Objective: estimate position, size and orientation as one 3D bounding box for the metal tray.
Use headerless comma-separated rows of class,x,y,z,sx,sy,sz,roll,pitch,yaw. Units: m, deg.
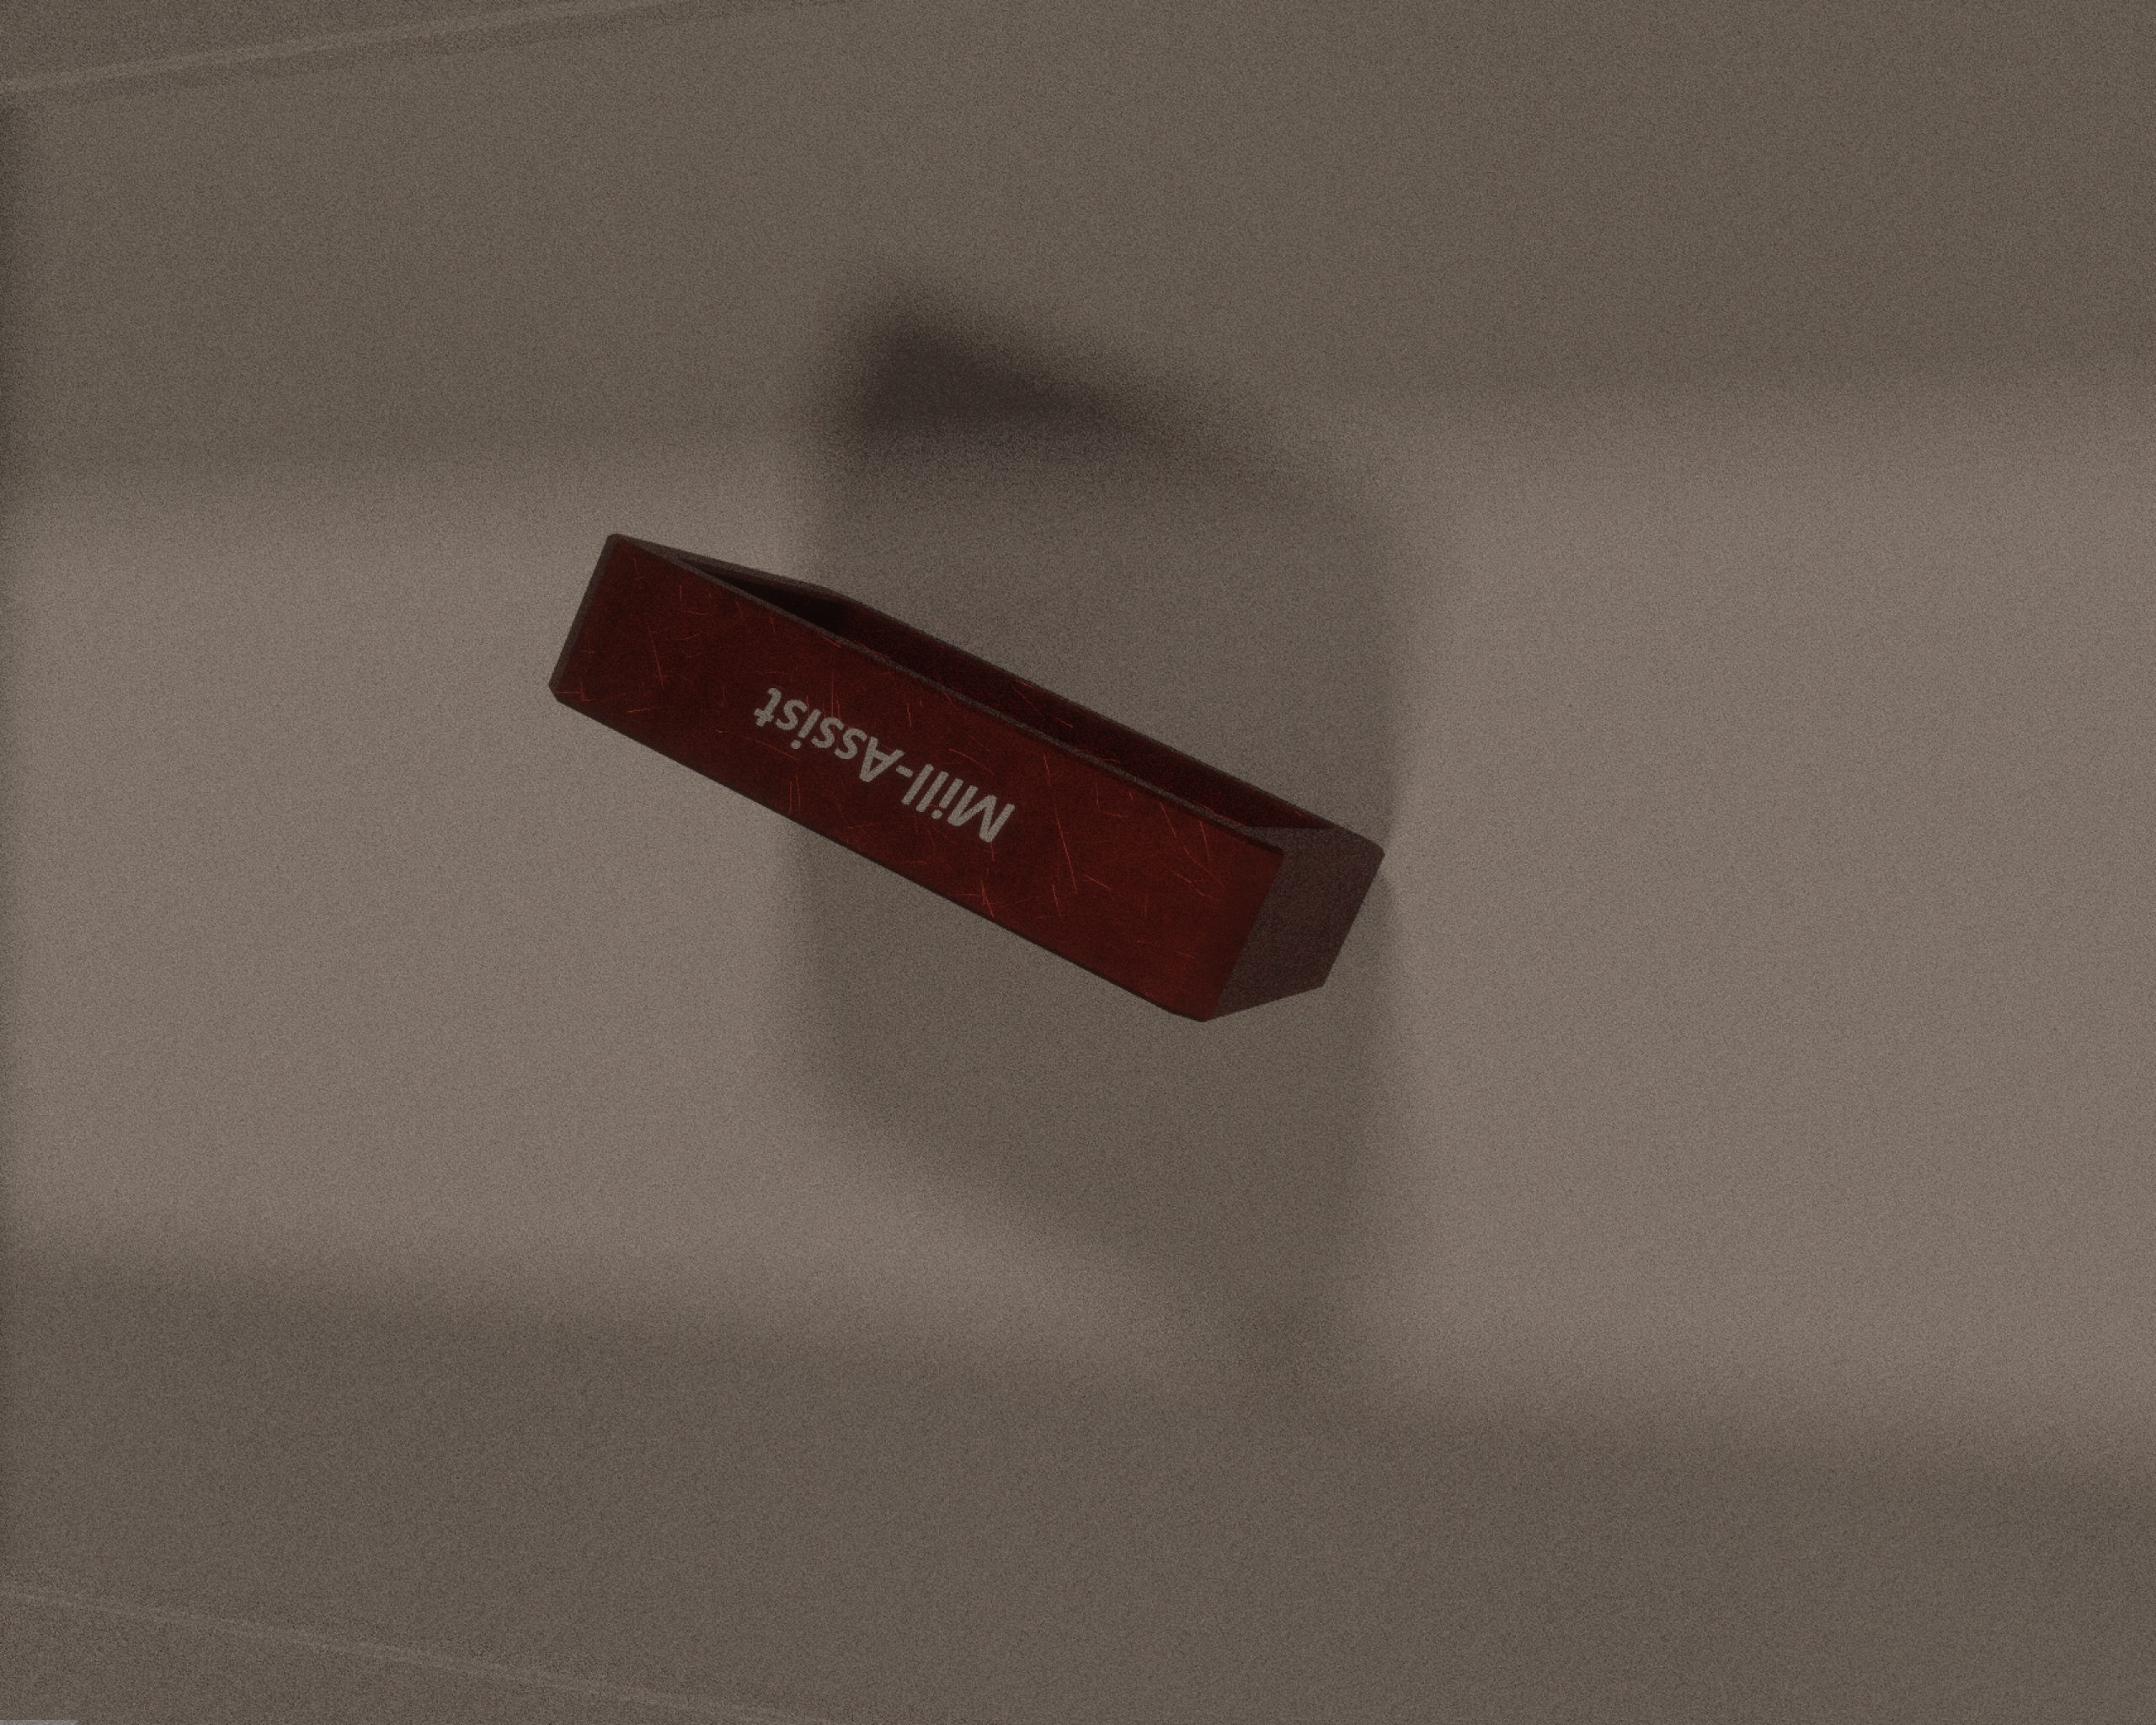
metal tray,-0.017,-0.016,0.377,0.130,0.090,0.030,26,99,17
